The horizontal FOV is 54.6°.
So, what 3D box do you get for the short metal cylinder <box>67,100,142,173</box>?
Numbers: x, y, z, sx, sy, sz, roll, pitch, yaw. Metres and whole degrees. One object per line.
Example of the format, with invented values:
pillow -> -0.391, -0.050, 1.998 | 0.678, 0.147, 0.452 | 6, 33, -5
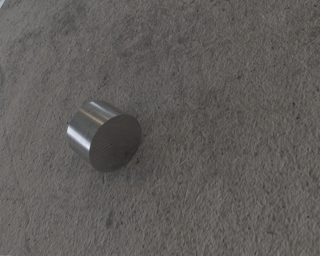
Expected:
short metal cylinder -> -0.071, 0.010, 0.401 | 0.050, 0.080, 0.080 | 29, 78, 37
